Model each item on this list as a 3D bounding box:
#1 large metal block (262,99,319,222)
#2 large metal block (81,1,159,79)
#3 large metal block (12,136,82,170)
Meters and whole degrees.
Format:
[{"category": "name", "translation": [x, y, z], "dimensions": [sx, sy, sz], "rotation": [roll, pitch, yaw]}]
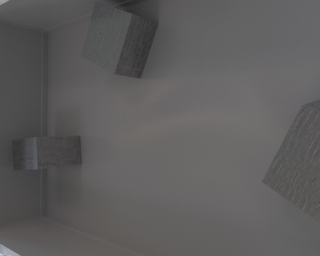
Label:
[{"category": "large metal block", "translation": [0.147, 0.031, 0.259], "dimensions": [0.080, 0.050, 0.079], "rotation": [37, 125, 34]}, {"category": "large metal block", "translation": [-0.059, -0.124, 0.439], "dimensions": [0.080, 0.050, 0.079], "rotation": [32, 110, 35]}, {"category": "large metal block", "translation": [-0.193, 0.042, 0.531], "dimensions": [0.080, 0.081, 0.050], "rotation": [-8, 85, 40]}]
